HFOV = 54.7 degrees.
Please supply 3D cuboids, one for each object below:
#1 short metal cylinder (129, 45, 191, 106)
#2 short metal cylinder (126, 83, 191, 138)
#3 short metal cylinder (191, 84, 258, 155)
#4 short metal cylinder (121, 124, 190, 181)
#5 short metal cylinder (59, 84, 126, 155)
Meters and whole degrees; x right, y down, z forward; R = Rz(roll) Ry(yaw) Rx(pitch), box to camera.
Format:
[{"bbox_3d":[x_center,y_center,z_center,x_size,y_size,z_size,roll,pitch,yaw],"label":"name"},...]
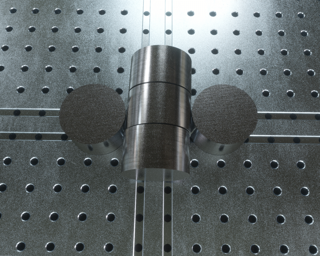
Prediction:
[{"bbox_3d":[0.001,-0.064,0.405,0.081,0.080,0.050,2,70,0],"label":"short metal cylinder"},{"bbox_3d":[-0.001,-0.016,0.388,0.081,0.080,0.050,2,70,0],"label":"short metal cylinder"},{"bbox_3d":[0.079,-0.010,0.402,0.081,0.050,0.080,0,70,0],"label":"short metal cylinder"},{"bbox_3d":[-0.005,0.032,0.370,0.081,0.080,0.050,1,70,0],"label":"short metal cylinder"},{"bbox_3d":[-0.082,-0.010,0.400,0.081,0.050,0.080,0,70,0],"label":"short metal cylinder"}]
